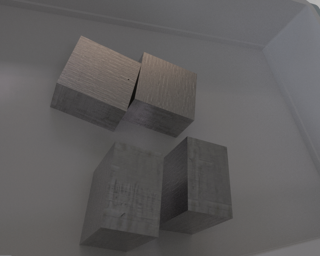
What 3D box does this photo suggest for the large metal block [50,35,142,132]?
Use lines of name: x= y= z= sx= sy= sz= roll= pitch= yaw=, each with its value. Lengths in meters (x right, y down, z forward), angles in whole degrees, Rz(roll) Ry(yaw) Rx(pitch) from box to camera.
large metal block: x=-0.077 y=-0.054 z=0.381 sx=0.080 sy=0.050 sz=0.080 roll=23 pitch=53 yaw=-15

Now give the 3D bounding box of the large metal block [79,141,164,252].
large metal block: x=-0.038 y=0.071 z=0.306 sx=0.050 sy=0.080 sz=0.080 roll=17 pitch=55 yaw=-19

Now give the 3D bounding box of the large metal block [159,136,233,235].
large metal block: x=0.034 y=0.067 z=0.347 sx=0.050 sy=0.080 sz=0.080 roll=16 pitch=56 yaw=-20

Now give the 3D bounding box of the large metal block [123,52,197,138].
large metal block: x=0.000 y=-0.043 z=0.416 sx=0.080 sy=0.050 sz=0.080 roll=19 pitch=54 yaw=-17
